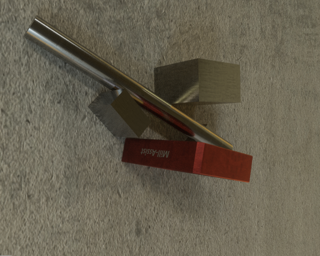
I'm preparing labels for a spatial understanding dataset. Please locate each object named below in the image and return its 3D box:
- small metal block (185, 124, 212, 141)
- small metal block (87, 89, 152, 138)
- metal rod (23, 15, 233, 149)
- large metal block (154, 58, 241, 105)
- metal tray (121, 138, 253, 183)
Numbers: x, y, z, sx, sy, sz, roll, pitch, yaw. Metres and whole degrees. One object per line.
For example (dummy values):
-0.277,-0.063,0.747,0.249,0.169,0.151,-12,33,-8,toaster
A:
0.063,0.029,0.462,0.050,0.025,0.050,49,61,-29,small metal block
-0.046,-0.016,0.352,0.050,0.050,0.025,52,59,-28,small metal block
-0.015,-0.033,0.378,0.301,0.025,0.025,31,71,-31,metal rod
0.049,-0.057,0.412,0.081,0.080,0.050,-3,92,-40,large metal block
0.028,0.036,0.363,0.091,0.130,0.030,16,80,-39,metal tray
